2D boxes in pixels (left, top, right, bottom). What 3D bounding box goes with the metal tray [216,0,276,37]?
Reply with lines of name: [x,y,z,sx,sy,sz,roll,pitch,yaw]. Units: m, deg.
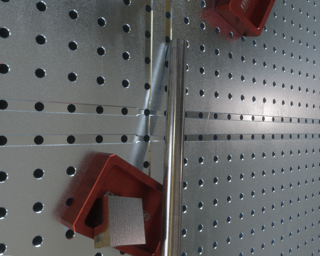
metal tray: [0.155,-0.231,0.515,0.090,0.030,0.130,26,87,-37]

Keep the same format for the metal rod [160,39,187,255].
metal rod: [0.018,0.027,0.394,0.025,0.025,0.299,15,72,-39]

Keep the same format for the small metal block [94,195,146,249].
small metal block: [-0.044,0.103,0.340,0.050,0.025,0.050,19,56,-46]

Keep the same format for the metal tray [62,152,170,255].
metal tray: [-0.038,0.098,0.373,0.130,0.030,0.090,39,66,-33]
